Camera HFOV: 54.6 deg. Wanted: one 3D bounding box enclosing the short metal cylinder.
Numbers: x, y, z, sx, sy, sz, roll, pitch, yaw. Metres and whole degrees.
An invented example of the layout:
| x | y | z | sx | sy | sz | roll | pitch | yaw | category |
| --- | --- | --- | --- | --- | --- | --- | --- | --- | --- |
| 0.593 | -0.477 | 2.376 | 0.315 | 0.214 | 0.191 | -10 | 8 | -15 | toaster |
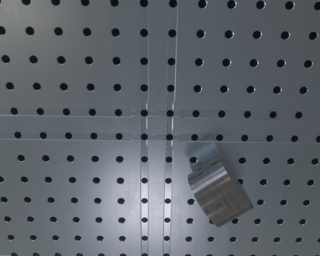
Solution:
| x | y | z | sx | sy | sz | roll | pitch | yaw | category |
| --- | --- | --- | --- | --- | --- | --- | --- | --- | --- |
| 0.081 | 0.084 | 0.416 | 0.050 | 0.080 | 0.080 | -34 | 107 | 12 | short metal cylinder |
